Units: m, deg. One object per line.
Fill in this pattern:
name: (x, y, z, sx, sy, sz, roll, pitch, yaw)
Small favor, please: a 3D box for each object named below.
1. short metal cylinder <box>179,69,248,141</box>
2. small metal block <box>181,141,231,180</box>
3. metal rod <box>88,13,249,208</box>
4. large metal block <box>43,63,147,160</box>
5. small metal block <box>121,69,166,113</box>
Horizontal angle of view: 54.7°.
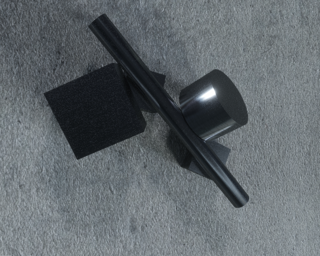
short metal cylinder: (0.070, -0.029, 0.403, 0.080, 0.050, 0.080, 33, 42, -35)
small metal block: (0.065, 0.042, 0.436, 0.050, 0.025, 0.050, 26, 81, -19)
metal rod: (0.020, -0.012, 0.392, 0.025, 0.025, 0.300, -43, 104, -15)
large metal block: (-0.070, -0.021, 0.354, 0.080, 0.050, 0.080, -23, 100, 5)
small metal block: (-0.025, -0.049, 0.402, 0.050, 0.025, 0.050, 13, 86, -20)
